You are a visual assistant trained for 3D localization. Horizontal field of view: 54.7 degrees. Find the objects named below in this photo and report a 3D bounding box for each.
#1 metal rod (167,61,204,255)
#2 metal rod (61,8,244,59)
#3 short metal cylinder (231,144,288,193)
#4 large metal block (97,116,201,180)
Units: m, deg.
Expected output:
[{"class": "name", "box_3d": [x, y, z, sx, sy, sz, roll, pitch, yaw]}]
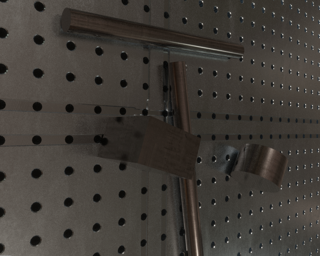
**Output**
[{"class": "metal rod", "box_3d": [0.038, 0.057, 0.443, 0.025, 0.025, 0.298, -10, 97, -40]}, {"class": "metal rod", "box_3d": [0.016, -0.121, 0.424, 0.302, 0.025, 0.025, -4, 93, -40]}, {"class": "short metal cylinder", "box_3d": [0.165, 0.067, 0.515, 0.080, 0.080, 0.050, 39, 66, -34]}, {"class": "large metal block", "box_3d": [-0.013, 0.023, 0.365, 0.080, 0.080, 0.050, 23, 75, -38]}]
